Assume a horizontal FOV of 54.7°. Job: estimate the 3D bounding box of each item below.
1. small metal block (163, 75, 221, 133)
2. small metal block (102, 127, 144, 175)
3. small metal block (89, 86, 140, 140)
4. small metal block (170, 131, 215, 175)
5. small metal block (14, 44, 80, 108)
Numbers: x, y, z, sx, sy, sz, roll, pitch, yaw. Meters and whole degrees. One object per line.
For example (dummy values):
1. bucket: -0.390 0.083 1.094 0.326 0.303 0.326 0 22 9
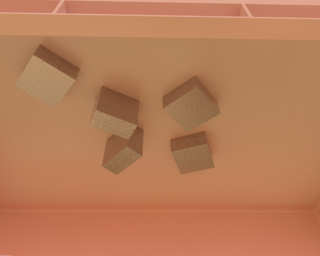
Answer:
1. small metal block: 0.039 -0.029 0.385 0.050 0.025 0.050 -32 124 23
2. small metal block: -0.049 0.026 0.415 0.050 0.050 0.025 -37 121 27
3. small metal block: -0.054 -0.019 0.376 0.050 0.050 0.025 21 127 -18
4. small metal block: 0.046 0.036 0.441 0.050 0.025 0.050 -14 129 11
5. small metal block: -0.130 -0.058 0.357 0.050 0.025 0.050 31 123 -24
